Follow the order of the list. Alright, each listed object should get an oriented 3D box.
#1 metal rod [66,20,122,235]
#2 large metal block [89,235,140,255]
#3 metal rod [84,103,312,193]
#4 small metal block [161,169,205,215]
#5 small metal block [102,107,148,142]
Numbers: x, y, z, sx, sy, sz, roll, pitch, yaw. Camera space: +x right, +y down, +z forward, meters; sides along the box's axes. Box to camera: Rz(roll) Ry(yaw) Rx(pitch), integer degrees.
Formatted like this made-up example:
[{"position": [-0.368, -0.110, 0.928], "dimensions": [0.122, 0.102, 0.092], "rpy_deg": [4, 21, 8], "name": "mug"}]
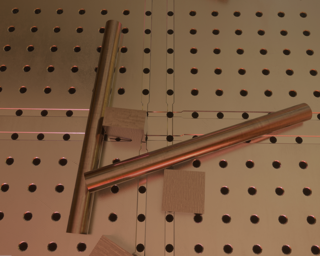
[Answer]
[{"position": [-0.084, -0.015, 0.416], "dimensions": [0.025, 0.025, 0.299], "rpy_deg": [5, 70, 2], "name": "metal rod"}, {"position": [-0.048, 0.174, 0.334], "dimensions": [0.080, 0.050, 0.080], "rpy_deg": [30, 73, 10], "name": "large metal block"}, {"position": [0.056, 0.021, 0.391], "dimensions": [0.302, 0.025, 0.025], "rpy_deg": [-17, 71, -11], "name": "metal rod"}, {"position": [0.029, 0.080, 0.383], "dimensions": [0.050, 0.025, 0.050], "rpy_deg": [4, 70, 1], "name": "small metal block"}, {"position": [-0.043, -0.004, 0.399], "dimensions": [0.050, 0.050, 0.025], "rpy_deg": [6, 70, 2], "name": "small metal block"}]
